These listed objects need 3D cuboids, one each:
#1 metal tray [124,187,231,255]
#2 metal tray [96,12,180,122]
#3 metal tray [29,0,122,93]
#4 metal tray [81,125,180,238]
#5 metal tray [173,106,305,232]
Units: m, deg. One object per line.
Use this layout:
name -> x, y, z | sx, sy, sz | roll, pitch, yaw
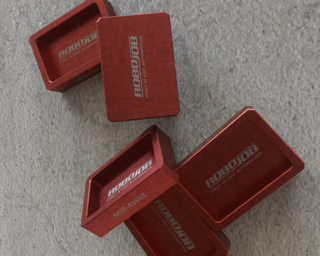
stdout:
metal tray -> 0.015, 0.126, 0.400 | 0.090, 0.030, 0.130 | -42, 77, 15
metal tray -> -0.027, -0.076, 0.396 | 0.091, 0.030, 0.129 | -6, 90, -2
metal tray -> -0.117, -0.118, 0.446 | 0.130, 0.030, 0.090 | -24, 82, 18
metal tray -> -0.040, 0.064, 0.389 | 0.130, 0.090, 0.030 | -39, 119, 15
metal tray -> 0.086, 0.048, 0.364 | 0.130, 0.030, 0.090 | -43, 91, 14
